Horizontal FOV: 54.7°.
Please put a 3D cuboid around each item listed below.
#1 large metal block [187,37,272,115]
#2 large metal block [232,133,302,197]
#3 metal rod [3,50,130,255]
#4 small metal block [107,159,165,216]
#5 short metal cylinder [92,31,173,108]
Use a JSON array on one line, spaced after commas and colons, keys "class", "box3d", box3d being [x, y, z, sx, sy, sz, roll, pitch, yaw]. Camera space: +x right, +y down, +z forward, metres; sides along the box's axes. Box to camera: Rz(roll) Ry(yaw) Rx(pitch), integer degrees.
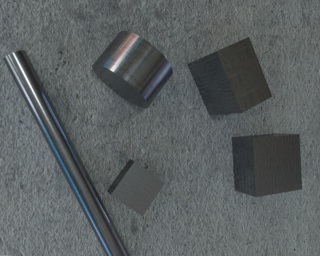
[{"class": "large metal block", "box3d": [0.090, -0.065, 0.413, 0.050, 0.080, 0.080, -27, 99, -18]}, {"class": "large metal block", "box3d": [0.156, 0.051, 0.454, 0.081, 0.050, 0.079, -4, 92, -20]}, {"class": "metal rod", "box3d": [-0.102, 0.052, 0.371, 0.025, 0.025, 0.299, -27, 99, -18]}, {"class": "small metal block", "box3d": [-0.031, 0.076, 0.398, 0.050, 0.025, 0.050, 38, 78, -16]}, {"class": "short metal cylinder", "box3d": [-0.032, -0.067, 0.368, 0.080, 0.080, 0.050, 39, 78, -16]}]
